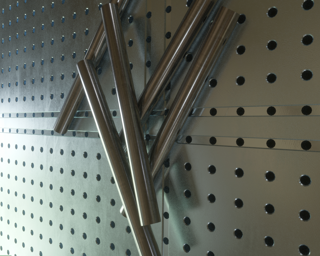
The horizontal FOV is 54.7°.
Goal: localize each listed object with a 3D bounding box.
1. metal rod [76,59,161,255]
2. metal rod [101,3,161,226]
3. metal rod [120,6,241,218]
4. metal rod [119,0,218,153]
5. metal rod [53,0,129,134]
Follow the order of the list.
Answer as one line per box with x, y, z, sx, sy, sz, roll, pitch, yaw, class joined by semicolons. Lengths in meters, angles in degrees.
-0.060;0.036;0.422;0.025;0.025;0.299;-34;69;34;metal rod
-0.041;-0.027;0.407;0.025;0.025;0.299;-22;74;37;metal rod
0.016;-0.004;0.393;0.025;0.025;0.298;39;114;32;metal rod
0.007;-0.074;0.401;0.025;0.025;0.298;46;117;30;metal rod
-0.106;-0.113;0.493;0.025;0.025;0.298;46;117;30;metal rod
